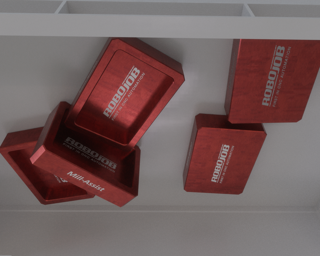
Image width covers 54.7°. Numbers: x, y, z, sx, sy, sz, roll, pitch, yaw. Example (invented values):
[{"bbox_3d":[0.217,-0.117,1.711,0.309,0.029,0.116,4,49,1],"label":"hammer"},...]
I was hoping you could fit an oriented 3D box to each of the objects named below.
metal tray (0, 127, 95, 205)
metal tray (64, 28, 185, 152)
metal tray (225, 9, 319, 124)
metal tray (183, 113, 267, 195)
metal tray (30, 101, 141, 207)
[{"bbox_3d":[-0.156,0.057,0.452,0.090,0.030,0.129,-10,130,8],"label":"metal tray"},{"bbox_3d":[-0.044,-0.038,0.365,0.090,0.030,0.129,26,121,-21],"label":"metal tray"},{"bbox_3d":[0.127,-0.064,0.352,0.091,0.030,0.129,-1,130,1],"label":"metal tray"},{"bbox_3d":[0.086,0.042,0.442,0.091,0.030,0.129,4,130,-4],"label":"metal tray"},{"bbox_3d":[-0.085,0.033,0.393,0.130,0.090,0.030,34,122,-26],"label":"metal tray"}]
